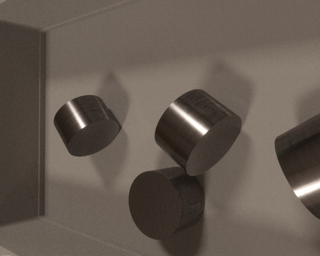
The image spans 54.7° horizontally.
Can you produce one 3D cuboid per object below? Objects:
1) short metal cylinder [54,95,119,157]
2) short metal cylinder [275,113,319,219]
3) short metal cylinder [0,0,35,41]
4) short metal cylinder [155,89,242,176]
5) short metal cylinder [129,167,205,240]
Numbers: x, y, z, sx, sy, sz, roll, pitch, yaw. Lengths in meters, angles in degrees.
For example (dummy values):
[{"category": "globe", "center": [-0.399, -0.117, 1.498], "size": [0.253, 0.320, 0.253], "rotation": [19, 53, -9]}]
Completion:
[{"category": "short metal cylinder", "center": [-0.108, -0.002, 0.457], "size": [0.080, 0.081, 0.050], "rotation": [-51, 61, 28]}, {"category": "short metal cylinder", "center": [0.141, 0.029, 0.254], "size": [0.050, 0.081, 0.080], "rotation": [-37, 68, 33]}, {"category": "short metal cylinder", "center": [-0.301, -0.225, 0.637], "size": [0.080, 0.050, 0.079], "rotation": [0, 90, 39]}, {"category": "short metal cylinder", "center": [0.041, 0.005, 0.335], "size": [0.050, 0.081, 0.080], "rotation": [43, 116, 31]}, {"category": "short metal cylinder", "center": [0.008, 0.090, 0.383], "size": [0.080, 0.050, 0.079], "rotation": [0, 90, 39]}]
